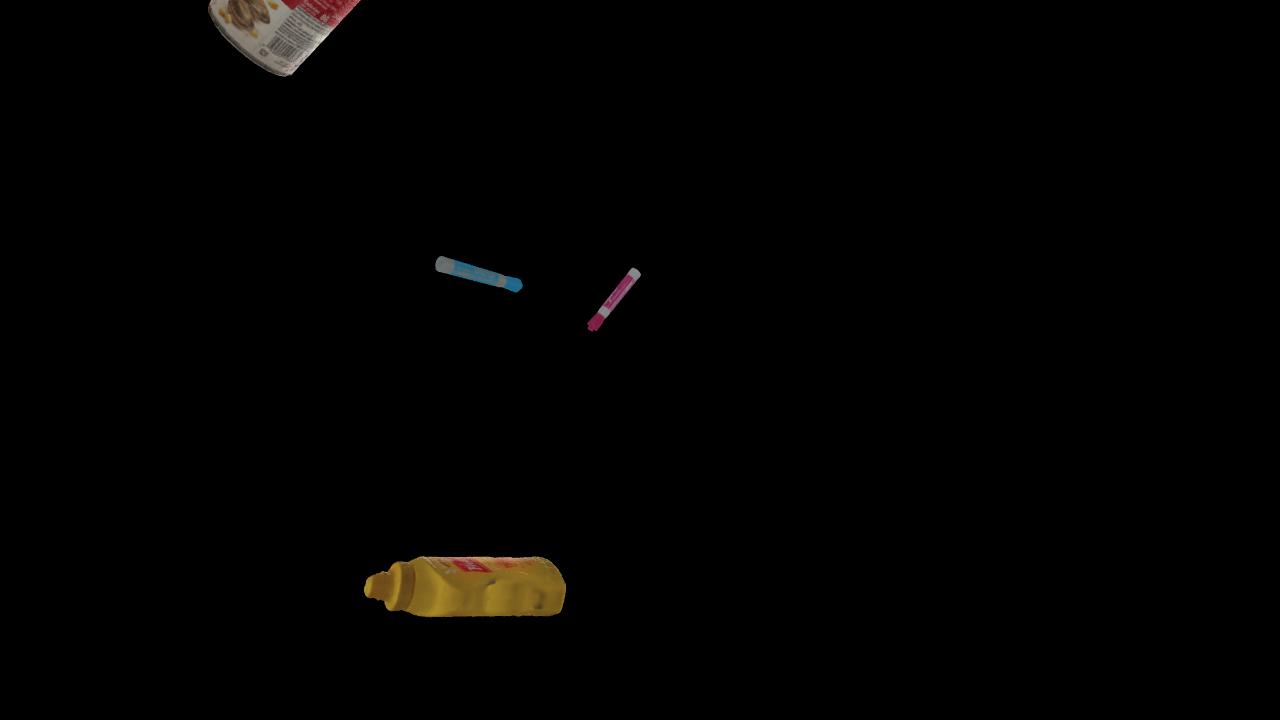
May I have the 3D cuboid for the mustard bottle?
[{"bbox_3d":[-0.171,0.220,0.597,0.184,0.054,0.092,15,0,-35],"label":"mustard bottle"}]

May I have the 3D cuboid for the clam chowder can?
[{"bbox_3d":[-0.263,-0.276,0.465,0.102,0.068,0.068,-37,-11,15],"label":"clam chowder can"}]

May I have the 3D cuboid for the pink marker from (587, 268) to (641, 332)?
[{"bbox_3d":[-0.041,-0.092,0.950,0.020,0.121,0.020,35,-14,10],"label":"pink marker"}]

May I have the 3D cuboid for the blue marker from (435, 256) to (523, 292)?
[{"bbox_3d":[-0.197,-0.106,0.770,0.020,0.020,0.121,0,-8,41],"label":"blue marker"}]
